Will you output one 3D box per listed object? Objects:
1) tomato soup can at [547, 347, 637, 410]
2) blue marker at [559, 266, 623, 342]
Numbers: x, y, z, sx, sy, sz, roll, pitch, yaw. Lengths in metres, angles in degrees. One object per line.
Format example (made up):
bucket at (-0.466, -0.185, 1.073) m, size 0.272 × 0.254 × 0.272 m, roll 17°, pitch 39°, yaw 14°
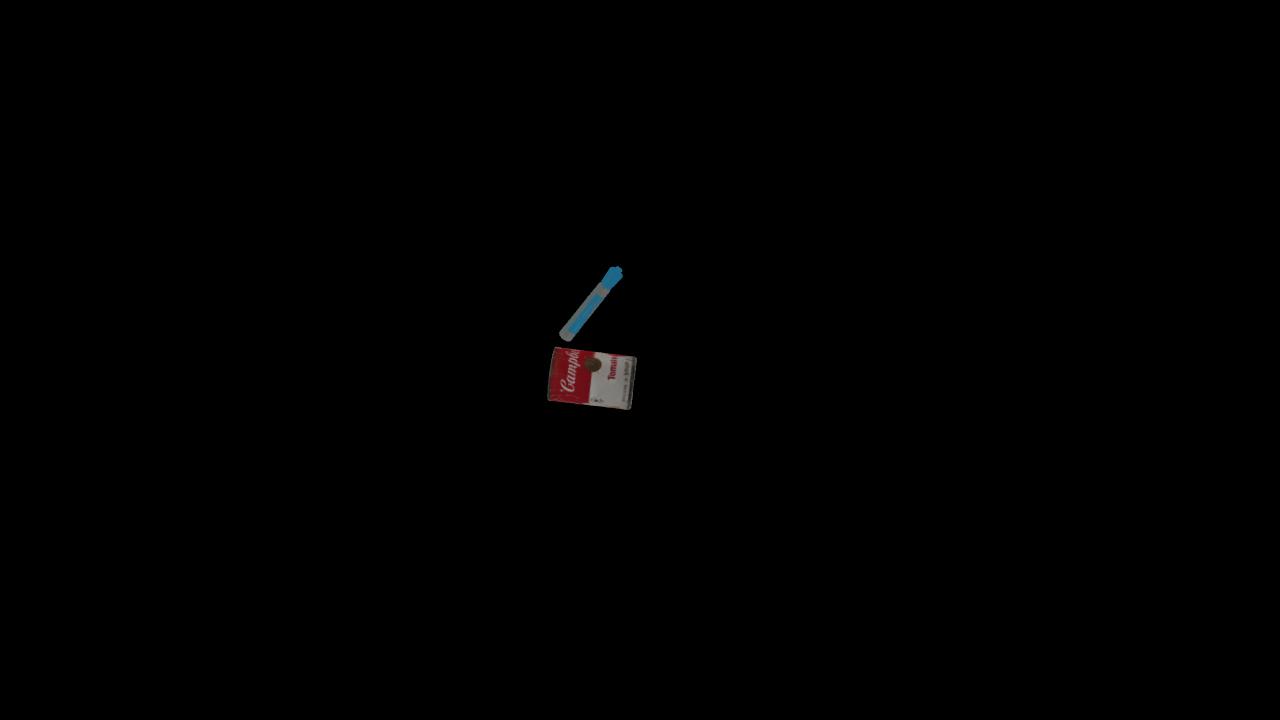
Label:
tomato soup can at (-0.057, 0.023, 0.749) m, size 0.101 × 0.068 × 0.068 m, roll 7°, pitch 0°, yaw -2°
blue marker at (-0.061, -0.070, 0.763) m, size 0.020 × 0.020 × 0.121 m, roll 0°, pitch -41°, yaw -52°
